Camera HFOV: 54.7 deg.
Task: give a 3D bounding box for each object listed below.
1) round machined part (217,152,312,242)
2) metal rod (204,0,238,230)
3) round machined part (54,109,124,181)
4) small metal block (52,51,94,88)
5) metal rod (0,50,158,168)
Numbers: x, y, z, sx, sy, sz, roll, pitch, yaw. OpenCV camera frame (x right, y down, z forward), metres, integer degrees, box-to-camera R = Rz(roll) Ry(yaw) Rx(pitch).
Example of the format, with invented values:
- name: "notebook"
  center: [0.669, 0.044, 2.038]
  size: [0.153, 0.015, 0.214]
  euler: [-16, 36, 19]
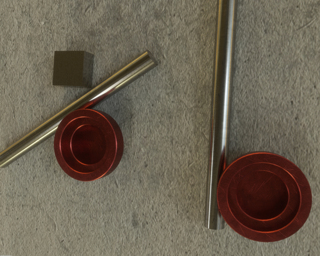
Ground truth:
- name: "round machined part"
  center: [0.116, 0.075, 0.355]
  size: [0.098, 0.042, 0.097]
  euler: [0, 91, 12]
- name: "metal rod"
  center: [0.076, -0.027, 0.382]
  size: [0.025, 0.025, 0.298]
  euler: [4, 91, 20]
- name: "round machined part"
  center: [-0.094, 0.023, 0.433]
  size: [0.098, 0.042, 0.097]
  euler: [0, 90, 20]
- name: "small metal block"
  center: [-0.127, -0.085, 0.454]
  size: [0.050, 0.025, 0.050]
  euler: [5, 92, 19]
- name: "metal rod"
  center: [-0.133, -0.020, 0.455]
  size: [0.300, 0.025, 0.025]
  euler: [-31, 80, 17]
